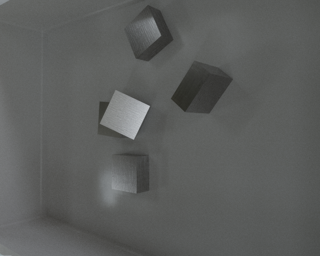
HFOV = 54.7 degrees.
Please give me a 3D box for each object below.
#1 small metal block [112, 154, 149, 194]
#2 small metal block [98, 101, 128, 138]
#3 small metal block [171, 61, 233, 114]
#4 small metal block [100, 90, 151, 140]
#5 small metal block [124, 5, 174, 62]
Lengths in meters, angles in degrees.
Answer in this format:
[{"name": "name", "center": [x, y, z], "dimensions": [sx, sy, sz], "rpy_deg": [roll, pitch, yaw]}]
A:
[{"name": "small metal block", "center": [-0.042, 0.063, 0.442], "dimensions": [0.050, 0.025, 0.050], "rpy_deg": [0, 90, 40]}, {"name": "small metal block", "center": [-0.065, -0.013, 0.461], "dimensions": [0.050, 0.025, 0.050], "rpy_deg": [7, 95, 39]}, {"name": "small metal block", "center": [0.048, -0.044, 0.351], "dimensions": [0.025, 0.050, 0.050], "rpy_deg": [47, 118, 30]}, {"name": "small metal block", "center": [-0.046, -0.018, 0.422], "dimensions": [0.050, 0.025, 0.050], "rpy_deg": [26, 94, -1]}, {"name": "small metal block", "center": [-0.016, -0.127, 0.420], "dimensions": [0.050, 0.025, 0.050], "rpy_deg": [-33, 69, 35]}]
